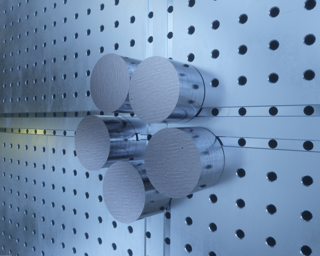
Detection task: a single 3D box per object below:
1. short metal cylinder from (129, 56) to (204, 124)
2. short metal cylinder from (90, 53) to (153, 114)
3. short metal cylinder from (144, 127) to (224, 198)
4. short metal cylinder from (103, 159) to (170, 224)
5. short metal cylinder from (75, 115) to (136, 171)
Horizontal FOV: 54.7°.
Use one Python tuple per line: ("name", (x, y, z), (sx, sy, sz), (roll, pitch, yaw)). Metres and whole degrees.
("short metal cylinder", (0.007, -0.045, 0.386), (0.080, 0.050, 0.079), (0, 91, 40))
("short metal cylinder", (-0.053, -0.061, 0.436), (0.080, 0.050, 0.079), (0, 90, 39))
("short metal cylinder", (0.028, 0.039, 0.369), (0.080, 0.050, 0.079), (1, 92, 39))
("short metal cylinder", (-0.032, 0.083, 0.418), (0.080, 0.050, 0.080), (0, 89, 40))
("short metal cylinder", (-0.082, 0.021, 0.460), (0.080, 0.050, 0.079), (0, 91, 40))
